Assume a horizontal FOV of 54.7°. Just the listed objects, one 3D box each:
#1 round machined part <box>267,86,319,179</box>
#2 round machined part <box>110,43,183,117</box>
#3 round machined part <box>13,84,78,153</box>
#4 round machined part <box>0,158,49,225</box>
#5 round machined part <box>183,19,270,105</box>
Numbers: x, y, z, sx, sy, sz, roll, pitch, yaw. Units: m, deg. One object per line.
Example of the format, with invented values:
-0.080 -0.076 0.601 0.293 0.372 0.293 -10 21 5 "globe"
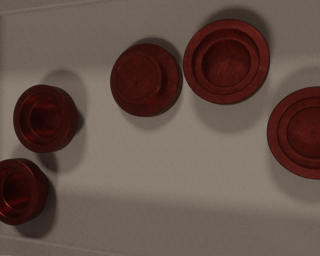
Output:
0.170 0.005 0.342 0.098 0.042 0.097 0 90 19 "round machined part"
-0.023 -0.063 0.409 0.098 0.042 0.097 0 90 19 "round machined part"
-0.162 -0.013 0.457 0.098 0.042 0.097 0 90 19 "round machined part"
-0.212 0.094 0.474 0.098 0.042 0.097 0 90 19 "round machined part"
0.080 -0.076 0.373 0.098 0.042 0.097 0 90 19 "round machined part"
